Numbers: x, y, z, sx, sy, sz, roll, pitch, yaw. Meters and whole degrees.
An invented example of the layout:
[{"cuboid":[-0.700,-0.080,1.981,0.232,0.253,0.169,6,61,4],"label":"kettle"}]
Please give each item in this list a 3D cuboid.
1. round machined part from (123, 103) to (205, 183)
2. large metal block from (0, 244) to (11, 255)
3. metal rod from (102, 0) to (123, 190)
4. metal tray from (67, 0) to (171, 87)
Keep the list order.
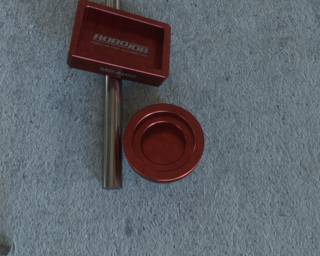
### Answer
[{"cuboid":[0.004,0.022,0.391,0.099,0.042,0.098,0,70,-1],"label":"round machined part"},{"cuboid":[-0.228,0.156,0.335,0.080,0.050,0.080,19,71,6],"label":"large metal block"},{"cuboid":[-0.065,-0.066,0.431,0.025,0.025,0.299,-2,70,-1],"label":"metal rod"},{"cuboid":[-0.052,-0.114,0.422,0.131,0.030,0.090,10,67,-18],"label":"metal tray"}]
